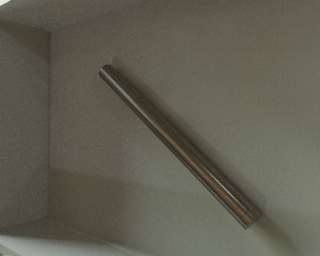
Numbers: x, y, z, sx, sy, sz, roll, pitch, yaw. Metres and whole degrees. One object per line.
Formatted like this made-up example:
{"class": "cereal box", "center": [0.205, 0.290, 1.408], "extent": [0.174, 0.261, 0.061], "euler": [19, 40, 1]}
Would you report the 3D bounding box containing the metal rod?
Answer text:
{"class": "metal rod", "center": [0.008, 0.006, 0.401], "extent": [0.300, 0.025, 0.025], "euler": [46, 117, 30]}
